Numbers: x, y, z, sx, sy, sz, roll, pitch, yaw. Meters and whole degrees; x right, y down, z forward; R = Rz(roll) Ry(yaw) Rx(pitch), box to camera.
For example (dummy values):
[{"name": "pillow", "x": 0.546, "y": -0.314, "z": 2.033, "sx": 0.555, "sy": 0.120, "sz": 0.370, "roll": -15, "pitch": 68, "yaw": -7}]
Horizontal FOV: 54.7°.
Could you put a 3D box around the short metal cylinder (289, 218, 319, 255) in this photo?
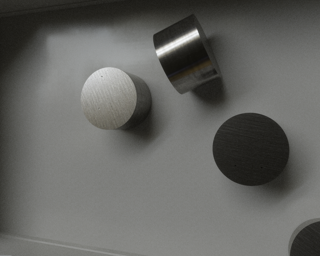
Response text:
[{"name": "short metal cylinder", "x": 0.179, "y": 0.137, "z": 0.325, "sx": 0.080, "sy": 0.050, "sz": 0.080, "roll": -5, "pitch": 76, "yaw": 19}]

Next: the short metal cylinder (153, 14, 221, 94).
[{"name": "short metal cylinder", "x": 0.034, "y": -0.087, "z": 0.369, "sx": 0.050, "sy": 0.080, "sz": 0.080, "roll": -23, "pitch": 83, "yaw": 19}]

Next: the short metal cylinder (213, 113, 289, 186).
[{"name": "short metal cylinder", "x": 0.106, "y": 0.023, "z": 0.360, "sx": 0.080, "sy": 0.050, "sz": 0.080, "roll": 0, "pitch": 90, "yaw": 20}]

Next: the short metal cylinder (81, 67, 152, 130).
[{"name": "short metal cylinder", "x": -0.058, "y": -0.038, "z": 0.418, "sx": 0.080, "sy": 0.050, "sz": 0.080, "roll": 0, "pitch": 90, "yaw": 20}]
